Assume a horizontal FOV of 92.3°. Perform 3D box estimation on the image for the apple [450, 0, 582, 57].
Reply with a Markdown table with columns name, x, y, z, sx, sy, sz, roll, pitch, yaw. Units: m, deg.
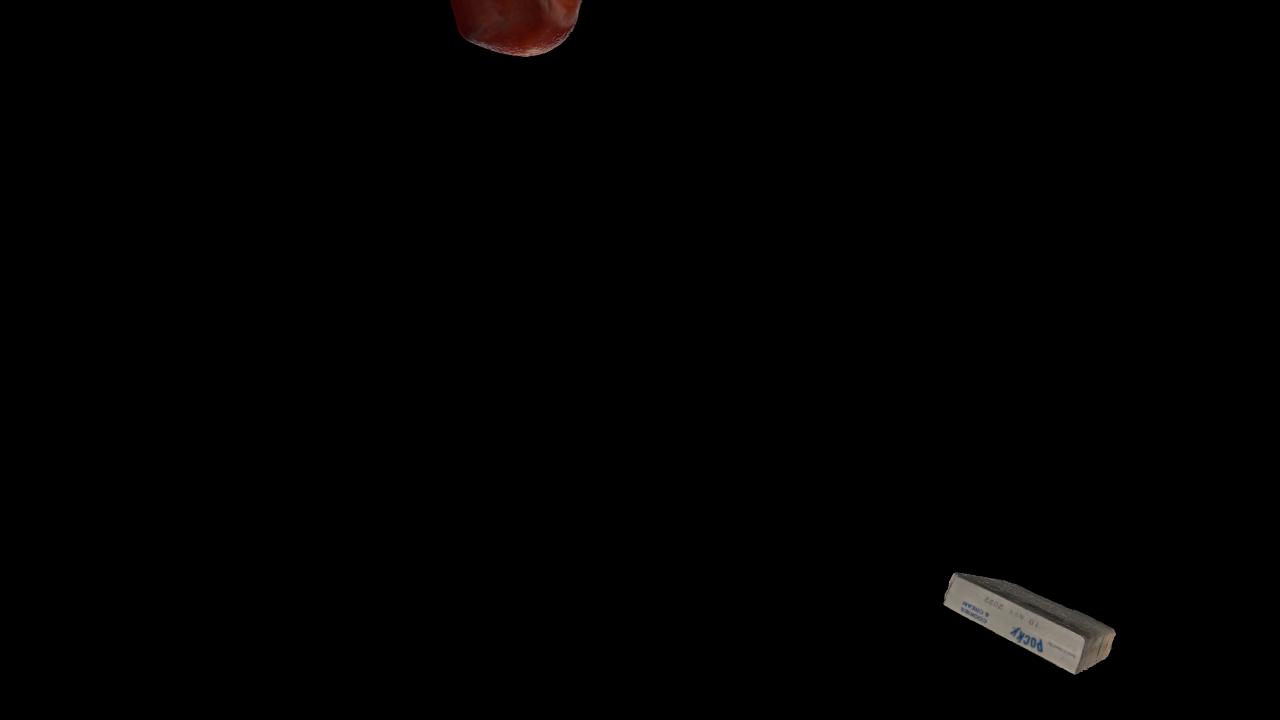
| name | x | y | z | sx | sy | sz | roll | pitch | yaw |
| --- | --- | --- | --- | --- | --- | --- | --- | --- | --- |
| apple | -0.082 | -0.241 | 0.403 | 0.093 | 0.079 | 0.079 | 3 | 2 | 37 |

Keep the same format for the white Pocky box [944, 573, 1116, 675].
| name | x | y | z | sx | sy | sz | roll | pitch | yaw |
| --- | --- | --- | --- | --- | --- | --- | --- | --- | --- |
| white Pocky box | 0.291 | 0.191 | 0.455 | 0.084 | 0.028 | 0.154 | 19 | -3 | 45 |
